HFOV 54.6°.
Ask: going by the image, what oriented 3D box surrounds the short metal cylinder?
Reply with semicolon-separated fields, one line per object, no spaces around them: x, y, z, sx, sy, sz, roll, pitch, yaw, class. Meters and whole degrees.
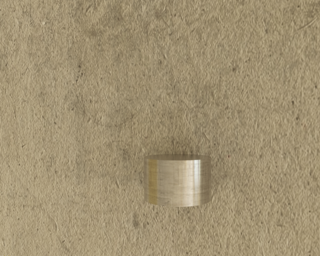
0.021;0.060;0.373;0.080;0.080;0.050;0;90;20;short metal cylinder
